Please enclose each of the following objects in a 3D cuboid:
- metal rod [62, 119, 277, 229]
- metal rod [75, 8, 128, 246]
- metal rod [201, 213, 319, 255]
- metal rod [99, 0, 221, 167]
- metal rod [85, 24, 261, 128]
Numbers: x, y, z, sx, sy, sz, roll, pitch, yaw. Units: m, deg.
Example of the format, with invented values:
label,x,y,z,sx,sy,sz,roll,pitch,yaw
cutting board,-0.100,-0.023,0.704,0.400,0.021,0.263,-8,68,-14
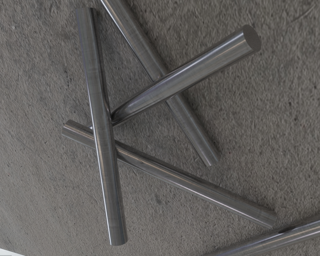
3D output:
label,x,y,z,sx,sy,sz,roll,pitch,yaw
metal rod,0.009,0.060,0.416,0.301,0.025,0.025,24,127,4
metal rod,-0.072,0.006,0.392,0.025,0.025,0.298,-1,101,29
metal rod,0.130,0.172,0.444,0.025,0.025,0.299,46,129,-4
metal rod,-0.013,-0.081,0.363,0.025,0.025,0.299,-24,106,36
metal rod,-0.018,-0.033,0.366,0.299,0.025,0.025,-24,106,46
